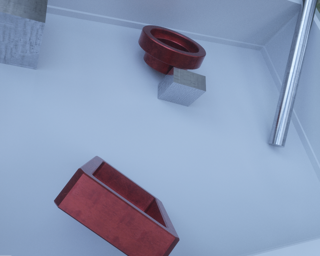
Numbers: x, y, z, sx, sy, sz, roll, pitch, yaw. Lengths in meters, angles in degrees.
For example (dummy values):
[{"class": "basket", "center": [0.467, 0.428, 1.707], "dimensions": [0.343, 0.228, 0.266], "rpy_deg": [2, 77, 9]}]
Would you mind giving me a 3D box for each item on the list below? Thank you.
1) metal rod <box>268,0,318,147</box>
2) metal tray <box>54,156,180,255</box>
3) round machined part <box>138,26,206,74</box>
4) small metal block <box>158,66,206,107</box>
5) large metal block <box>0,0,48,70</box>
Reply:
[{"class": "metal rod", "center": [0.226, -0.115, 0.513], "dimensions": [0.025, 0.025, 0.299], "rpy_deg": [18, 82, -18]}, {"class": "metal tray", "center": [-0.036, 0.068, 0.282], "dimensions": [0.090, 0.130, 0.030], "rpy_deg": [36, 86, -4]}, {"class": "round machined part", "center": [0.015, -0.110, 0.457], "dimensions": [0.099, 0.042, 0.098], "rpy_deg": [18, 31, -11]}, {"class": "small metal block", "center": [0.030, -0.057, 0.441], "dimensions": [0.050, 0.050, 0.025], "rpy_deg": [13, 63, -22]}, {"class": "large metal block", "center": [-0.163, -0.129, 0.362], "dimensions": [0.050, 0.080, 0.080], "rpy_deg": [8, 58, -25]}]
